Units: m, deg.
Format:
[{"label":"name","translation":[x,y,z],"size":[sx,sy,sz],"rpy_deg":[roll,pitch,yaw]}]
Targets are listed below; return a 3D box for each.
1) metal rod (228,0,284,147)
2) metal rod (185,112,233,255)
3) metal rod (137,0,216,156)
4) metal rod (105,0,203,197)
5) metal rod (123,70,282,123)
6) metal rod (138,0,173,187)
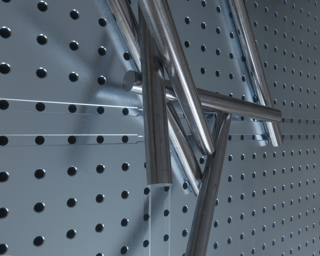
[{"label":"metal rod","translation":[0.170,-0.102,0.549],"size":[0.025,0.025,0.299],"rpy_deg":[-35,112,-34]},{"label":"metal rod","translation":[0.068,0.084,0.427],"size":[0.025,0.025,0.300],"rpy_deg":[39,55,-33]},{"label":"metal rod","translation":[0.019,-0.065,0.336],"size":[0.025,0.025,0.299],"rpy_deg":[-55,142,-25]},{"label":"metal rod","translation":[0.002,-0.034,0.409],"size":[0.025,0.025,0.299],"rpy_deg":[-38,113,-33]},{"label":"metal rod","translation":[0.082,-0.037,0.440],"size":[0.302,0.025,0.025],"rpy_deg":[8,85,-39]},{"label":"metal rod","translation":[-0.010,-0.086,0.346],"size":[0.025,0.025,0.299],"rpy_deg":[12,66,-39]}]
